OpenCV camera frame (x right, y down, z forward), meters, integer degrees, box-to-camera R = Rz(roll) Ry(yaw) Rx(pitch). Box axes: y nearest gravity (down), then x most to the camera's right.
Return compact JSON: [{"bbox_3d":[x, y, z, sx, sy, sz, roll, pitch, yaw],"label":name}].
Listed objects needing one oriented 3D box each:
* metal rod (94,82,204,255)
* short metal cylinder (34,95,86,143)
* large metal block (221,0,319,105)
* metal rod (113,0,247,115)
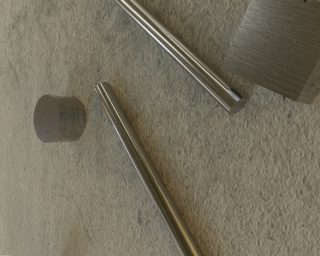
[{"bbox_3d":[-0.019,0.056,0.420,0.025,0.025,0.299,-45,63,31],"label":"metal rod"},{"bbox_3d":[-0.173,-0.015,0.531,0.080,0.050,0.079,0,90,40],"label":"short metal cylinder"},{"bbox_3d":[0.118,-0.076,0.291,0.080,0.050,0.079,35,111,34],"label":"large metal block"},{"bbox_3d":[0.000,-0.125,0.405,0.300,0.025,0.025,50,120,28],"label":"metal rod"}]
